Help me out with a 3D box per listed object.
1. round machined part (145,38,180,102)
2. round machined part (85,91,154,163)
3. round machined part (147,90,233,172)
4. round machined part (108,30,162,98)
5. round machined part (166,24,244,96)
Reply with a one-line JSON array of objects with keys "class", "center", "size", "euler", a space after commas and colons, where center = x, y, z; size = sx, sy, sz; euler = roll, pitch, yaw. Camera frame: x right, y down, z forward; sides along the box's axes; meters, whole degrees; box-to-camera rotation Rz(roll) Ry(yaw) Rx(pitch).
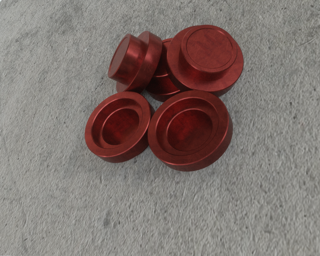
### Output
[{"class": "round machined part", "center": [0.015, -0.088, 0.438], "size": [0.098, 0.042, 0.098], "euler": [-13, 56, 20]}, {"class": "round machined part", "center": [-0.048, 0.002, 0.417], "size": [0.098, 0.042, 0.098], "euler": [-13, 56, 20]}, {"class": "round machined part", "center": [0.038, 0.007, 0.369], "size": [0.098, 0.042, 0.098], "euler": [-13, 56, 20]}, {"class": "round machined part", "center": [-0.041, -0.094, 0.442], "size": [0.098, 0.042, 0.098], "euler": [-44, 33, 40]}, {"class": "round machined part", "center": [0.058, -0.090, 0.390], "size": [0.099, 0.042, 0.098], "euler": [2, 71, -5]}]
